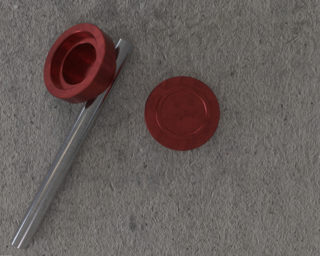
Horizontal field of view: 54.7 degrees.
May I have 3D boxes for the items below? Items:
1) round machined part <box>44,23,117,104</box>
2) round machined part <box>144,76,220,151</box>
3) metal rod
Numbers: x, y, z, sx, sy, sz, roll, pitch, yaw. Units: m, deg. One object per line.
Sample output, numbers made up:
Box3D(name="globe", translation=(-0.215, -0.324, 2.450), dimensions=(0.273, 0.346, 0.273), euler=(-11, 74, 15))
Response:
Box3D(name="round machined part", translation=(-0.094, -0.076, 0.386), dimensions=(0.098, 0.042, 0.098), euler=(-9, 71, 28))
Box3D(name="round machined part", translation=(0.029, -0.019, 0.402), dimensions=(0.099, 0.042, 0.097), euler=(0, 90, 0))
Box3D(name="metal rod", translation=(-0.114, 0.020, 0.409), dimensions=(0.025, 0.025, 0.299), euler=(28, 90, 0))
